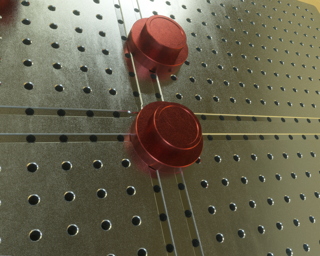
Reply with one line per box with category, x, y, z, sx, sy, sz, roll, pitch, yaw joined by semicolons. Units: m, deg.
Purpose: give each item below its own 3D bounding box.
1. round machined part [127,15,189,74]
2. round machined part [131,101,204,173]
round machined part;0.002;-0.137;0.484;0.099;0.042;0.098;14;56;-21
round machined part;0.015;0.006;0.404;0.099;0.042;0.098;14;56;-21
